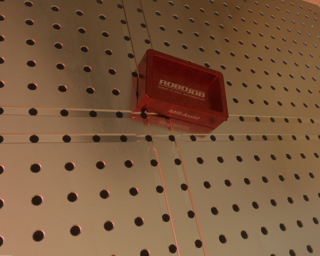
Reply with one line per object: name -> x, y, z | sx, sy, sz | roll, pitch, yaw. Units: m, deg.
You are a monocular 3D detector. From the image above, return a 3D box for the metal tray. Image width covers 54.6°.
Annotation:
metal tray -> 0.035, -0.057, 0.457 | 0.131, 0.030, 0.090 | 13, 56, -21
